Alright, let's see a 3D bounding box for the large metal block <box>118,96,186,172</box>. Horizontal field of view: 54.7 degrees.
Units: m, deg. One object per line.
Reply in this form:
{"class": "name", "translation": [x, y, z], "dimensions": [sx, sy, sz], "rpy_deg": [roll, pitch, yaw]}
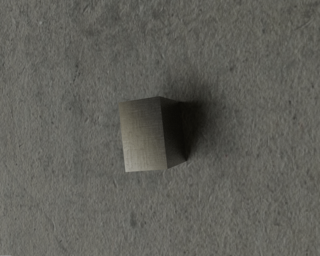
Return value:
{"class": "large metal block", "translation": [-0.006, 0.007, 0.381], "dimensions": [0.050, 0.080, 0.080], "rpy_deg": [-7, 88, 19]}
